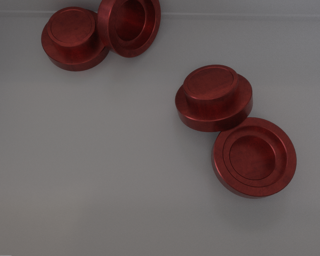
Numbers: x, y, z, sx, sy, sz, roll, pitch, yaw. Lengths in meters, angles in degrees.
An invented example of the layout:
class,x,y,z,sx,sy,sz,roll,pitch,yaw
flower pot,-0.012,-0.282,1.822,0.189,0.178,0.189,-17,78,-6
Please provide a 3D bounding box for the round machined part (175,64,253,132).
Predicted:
class,x,y,z,sx,sy,sz,roll,pitch,yaw
round machined part,0.067,-0.044,0.396,0.098,0.042,0.098,-10,45,10

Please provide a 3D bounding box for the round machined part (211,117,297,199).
class,x,y,z,sx,sy,sz,roll,pitch,yaw
round machined part,0.113,0.039,0.387,0.099,0.042,0.098,0,70,0

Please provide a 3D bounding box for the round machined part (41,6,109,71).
class,x,y,z,sx,sy,sz,roll,pitch,yaw
round machined part,-0.123,-0.135,0.449,0.099,0.042,0.098,0,70,0

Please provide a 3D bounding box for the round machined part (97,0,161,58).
class,x,y,z,sx,sy,sz,roll,pitch,yaw
round machined part,-0.047,-0.151,0.430,0.042,0.098,0.098,30,72,32
